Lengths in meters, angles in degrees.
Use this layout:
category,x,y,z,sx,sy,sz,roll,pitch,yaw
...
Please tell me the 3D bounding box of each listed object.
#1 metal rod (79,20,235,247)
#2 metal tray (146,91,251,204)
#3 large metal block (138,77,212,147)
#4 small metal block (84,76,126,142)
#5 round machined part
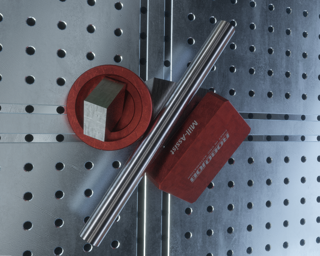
category,x,y,z,sx,sy,sz,roll,pitch,yaw
metal rod,0.004,-0.003,0.361,0.025,0.025,0.300,36,78,-17
metal tray,0.052,0.029,0.395,0.130,0.030,0.090,-52,139,1
large metal block,0.015,-0.015,0.406,0.081,0.050,0.080,10,87,-20
small metal block,-0.062,-0.022,0.347,0.025,0.050,0.050,20,44,6
round machined part,-0.056,-0.024,0.370,0.099,0.042,0.097,0,93,5
